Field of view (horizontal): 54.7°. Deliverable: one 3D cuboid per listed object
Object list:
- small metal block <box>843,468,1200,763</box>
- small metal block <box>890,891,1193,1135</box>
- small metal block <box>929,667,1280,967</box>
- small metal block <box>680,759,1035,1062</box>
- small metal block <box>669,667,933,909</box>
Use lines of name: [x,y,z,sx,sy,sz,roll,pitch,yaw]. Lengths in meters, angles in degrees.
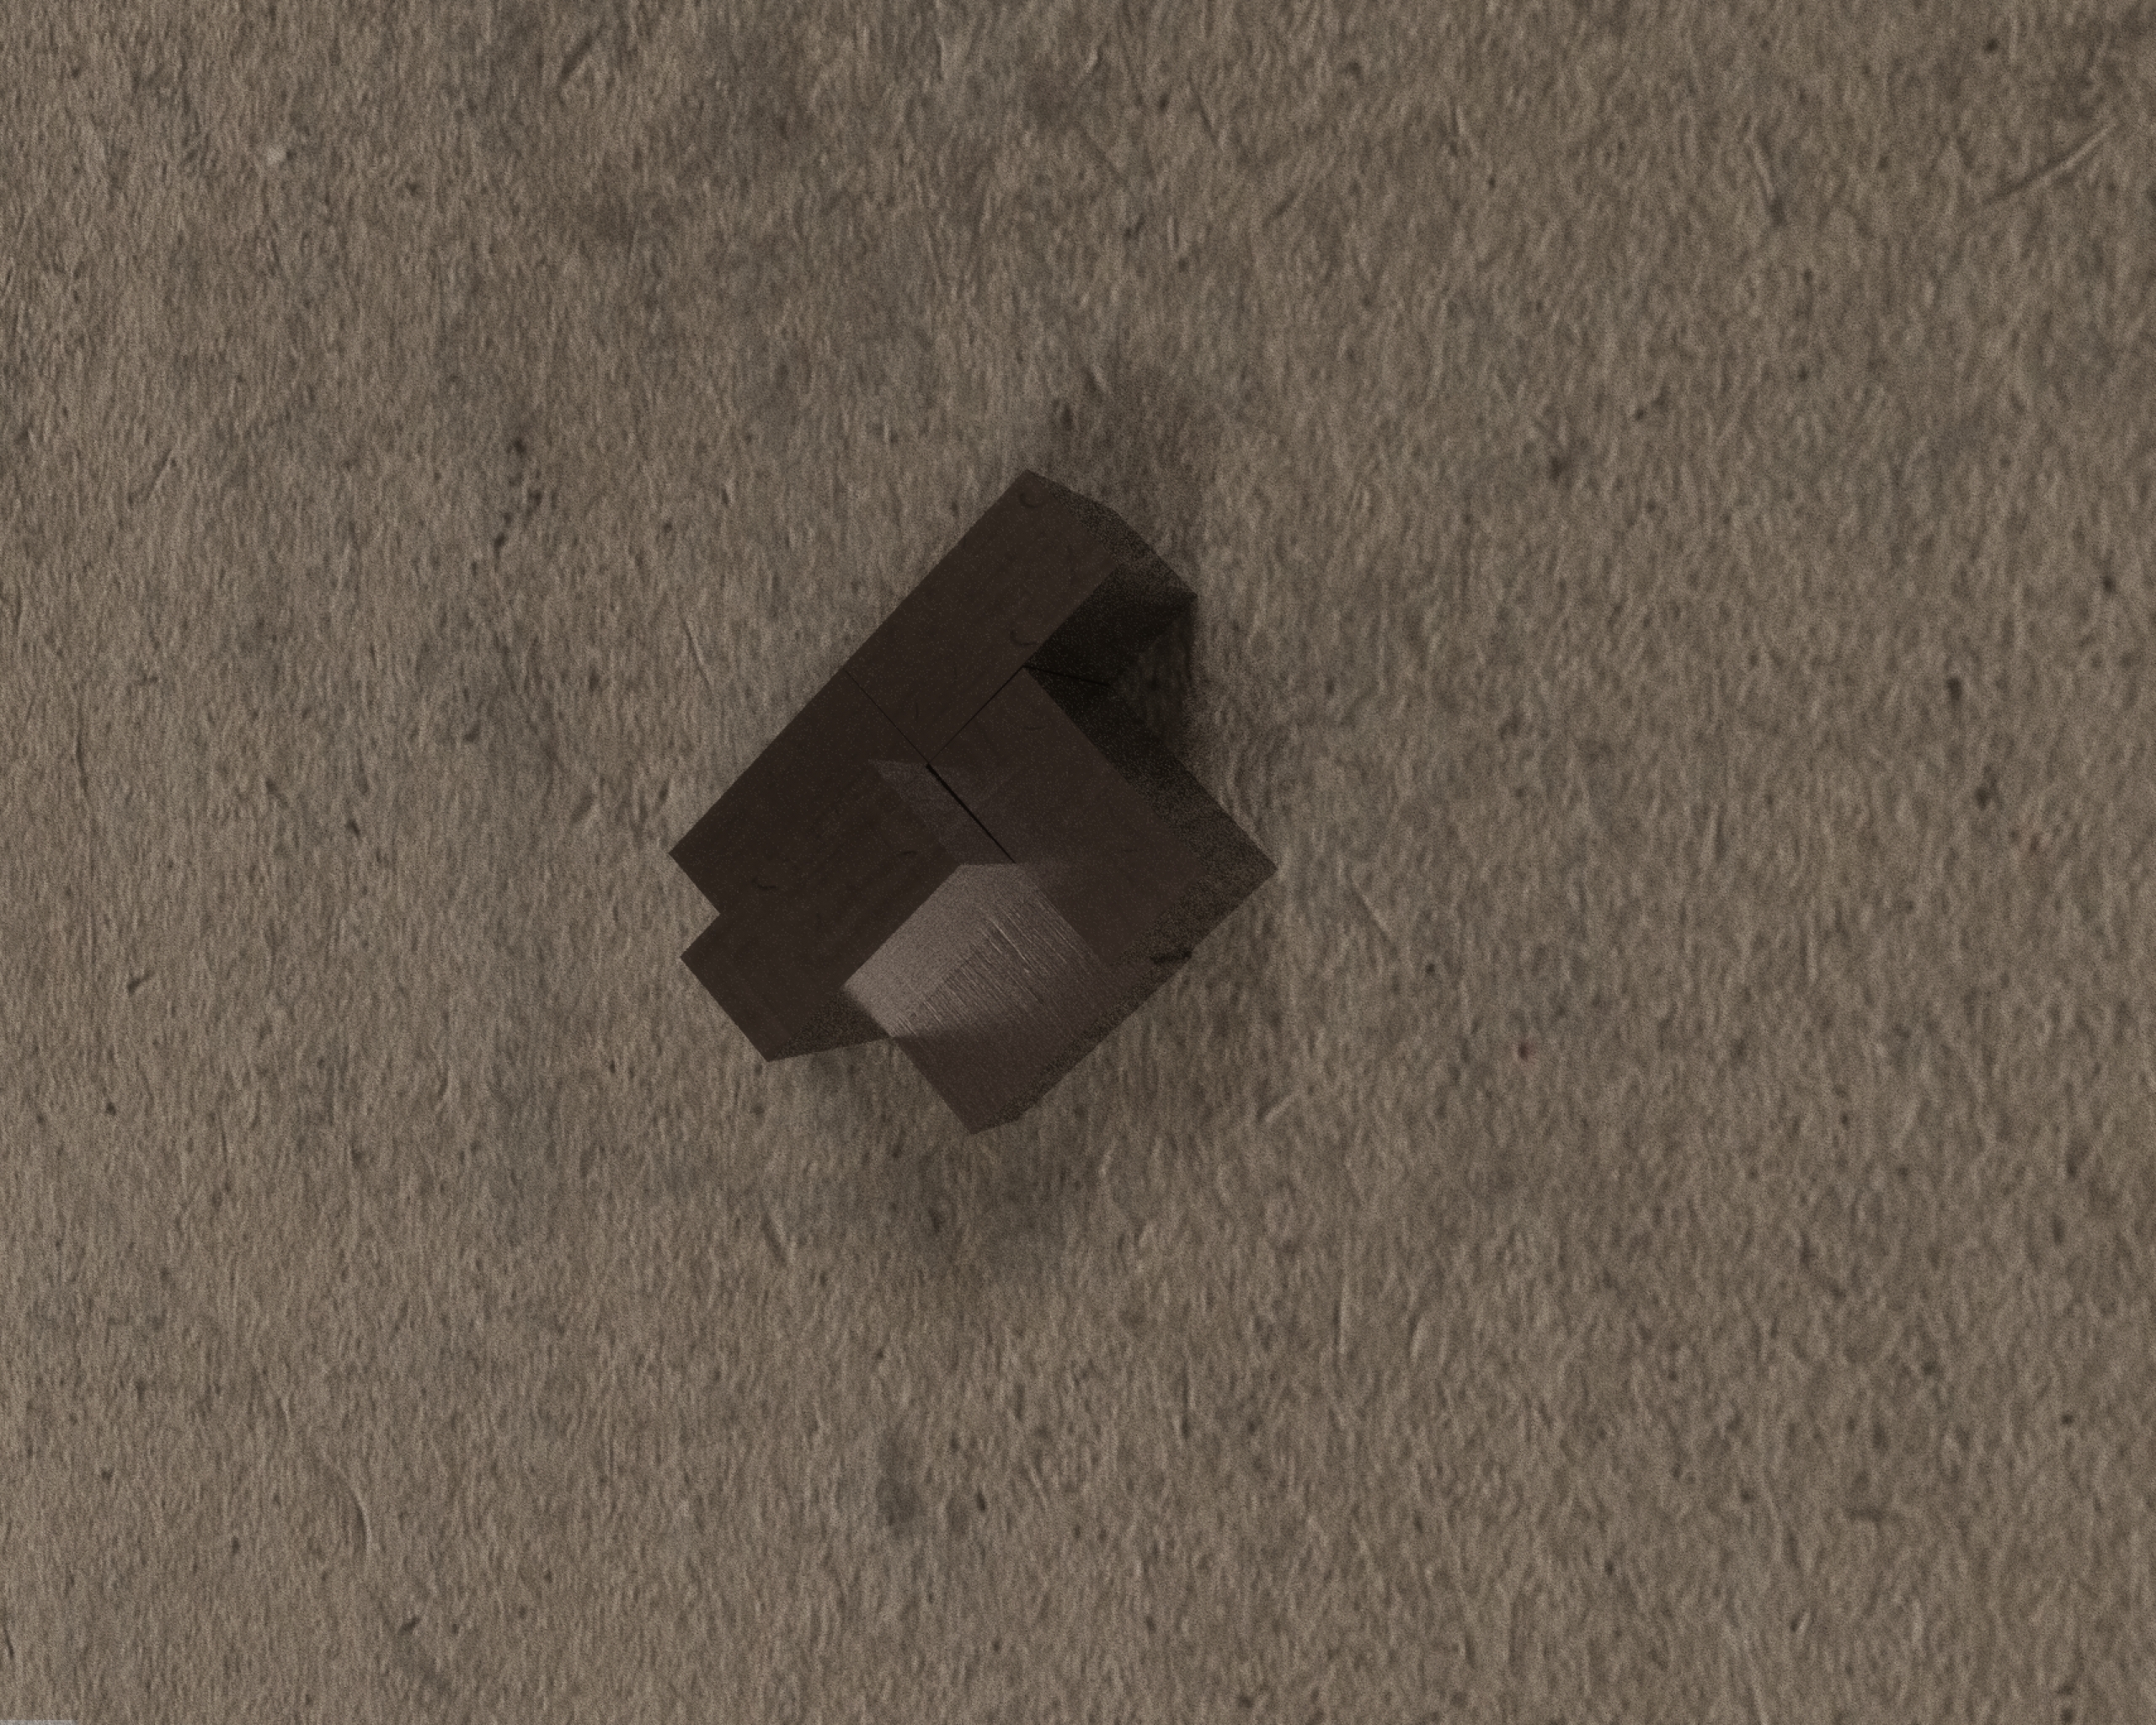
small metal block: [-0.010,-0.044,0.399,0.050,0.050,0.025,-45,76,14]
small metal block: [-0.015,0.018,0.415,0.050,0.025,0.050,-44,77,14]
small metal block: [0.006,-0.008,0.394,0.025,0.050,0.050,-45,77,14]
small metal block: [-0.036,0.008,0.382,0.050,0.050,0.025,-45,76,14]
small metal block: [-0.044,-0.010,0.411,0.050,0.050,0.025,-45,76,14]
